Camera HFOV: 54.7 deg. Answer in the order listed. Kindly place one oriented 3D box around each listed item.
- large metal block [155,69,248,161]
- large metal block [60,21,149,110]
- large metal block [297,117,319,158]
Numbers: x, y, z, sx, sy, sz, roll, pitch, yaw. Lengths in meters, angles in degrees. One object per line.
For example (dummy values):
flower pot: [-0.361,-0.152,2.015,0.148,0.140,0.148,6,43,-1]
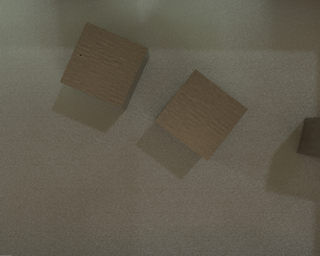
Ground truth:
large metal block: [0.050,-0.016,0.399,0.080,0.050,0.080,38,90,0]
large metal block: [-0.068,-0.076,0.398,0.080,0.050,0.080,24,90,0]
large metal block: [0.233,0.020,0.385,0.080,0.080,0.050,13,90,0]
